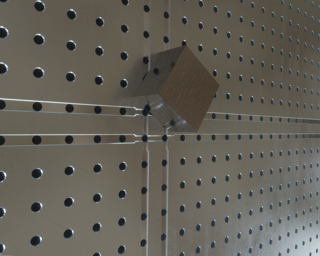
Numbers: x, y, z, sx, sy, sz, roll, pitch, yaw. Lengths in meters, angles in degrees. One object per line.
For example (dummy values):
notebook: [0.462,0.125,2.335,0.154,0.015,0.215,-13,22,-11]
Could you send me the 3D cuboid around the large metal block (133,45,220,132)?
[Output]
large metal block: [0.024,-0.050,0.415,0.080,0.050,0.080,42,64,-32]
